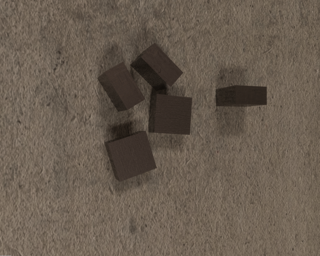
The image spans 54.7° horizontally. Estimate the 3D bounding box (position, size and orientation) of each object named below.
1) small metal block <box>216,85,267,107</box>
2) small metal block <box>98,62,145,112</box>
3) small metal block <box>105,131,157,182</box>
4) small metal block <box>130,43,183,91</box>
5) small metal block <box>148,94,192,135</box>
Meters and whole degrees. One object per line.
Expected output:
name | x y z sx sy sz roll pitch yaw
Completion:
small metal block | 0.114 -0.044 0.440 0.050 0.050 0.025 0 90 -20
small metal block | -0.048 -0.049 0.379 0.025 0.050 0.050 -34 102 -17
small metal block | -0.038 0.035 0.396 0.050 0.025 0.050 -18 96 -20
small metal block | -0.005 -0.076 0.395 0.050 0.050 0.025 44 76 -15
small metal block | 0.014 -0.017 0.415 0.050 0.025 0.050 4 89 -20
